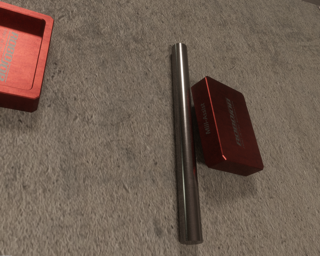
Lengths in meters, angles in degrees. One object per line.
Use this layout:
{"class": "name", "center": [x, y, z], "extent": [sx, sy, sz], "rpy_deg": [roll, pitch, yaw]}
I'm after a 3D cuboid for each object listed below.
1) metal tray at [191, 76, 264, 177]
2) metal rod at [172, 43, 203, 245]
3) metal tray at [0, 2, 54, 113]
{"class": "metal tray", "center": [0.095, -0.002, 0.441], "extent": [0.091, 0.030, 0.130], "rpy_deg": [17, 53, -37]}
{"class": "metal rod", "center": [0.033, 0.000, 0.423], "extent": [0.025, 0.025, 0.299], "rpy_deg": [13, 56, -22]}
{"class": "metal tray", "center": [-0.179, -0.087, 0.357], "extent": [0.091, 0.030, 0.130], "rpy_deg": [11, 57, -23]}
